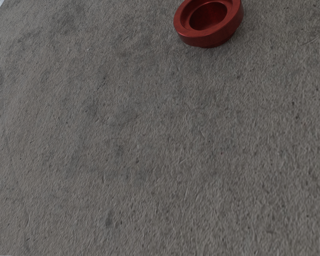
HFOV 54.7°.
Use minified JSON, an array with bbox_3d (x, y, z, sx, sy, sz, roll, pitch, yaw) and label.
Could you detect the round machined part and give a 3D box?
[{"bbox_3d":[0.073,-0.155,0.450,0.098,0.042,0.098,-13,56,21],"label":"round machined part"}]
